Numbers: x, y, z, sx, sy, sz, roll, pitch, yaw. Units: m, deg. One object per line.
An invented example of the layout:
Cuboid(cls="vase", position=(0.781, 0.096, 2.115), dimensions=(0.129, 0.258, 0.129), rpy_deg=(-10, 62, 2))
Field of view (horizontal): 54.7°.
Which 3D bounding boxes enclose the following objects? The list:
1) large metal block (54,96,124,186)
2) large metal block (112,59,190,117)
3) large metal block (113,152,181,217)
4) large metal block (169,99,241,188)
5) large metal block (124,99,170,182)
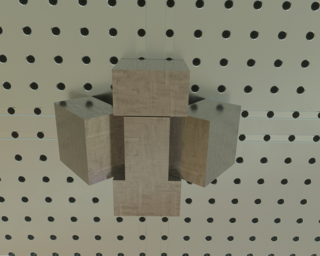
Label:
Cuboid(cls="large metal block", position=(-0.086, 0.012, 0.380), dimensions=(0.050, 0.080, 0.079), rpy_deg=(-16, 116, -37))
Cuboid(cls="large metal block", position=(-0.010, -0.050, 0.364), dimensions=(0.081, 0.080, 0.050), rpy_deg=(1, 110, -1))
Cuboid(cls="large metal block", position=(-0.016, 0.071, 0.409), dimensions=(0.081, 0.080, 0.050), rpy_deg=(1, 110, -1))
Cuboid(cls="large metal block", position=(0.056, 0.014, 0.381), dimensions=(0.050, 0.081, 0.079), rpy_deg=(15, 114, 34))
Cuboid(cls="large metal block", position=(-0.015, 0.011, 0.387), dimensions=(0.050, 0.080, 0.079), rpy_deg=(1, 110, -1))
